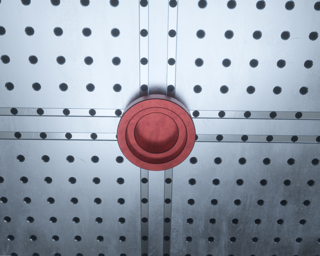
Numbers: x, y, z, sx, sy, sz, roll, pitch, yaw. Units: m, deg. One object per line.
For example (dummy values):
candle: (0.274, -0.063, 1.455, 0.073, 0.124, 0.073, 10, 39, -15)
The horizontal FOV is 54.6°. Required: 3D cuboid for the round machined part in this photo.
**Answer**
round machined part: (-0.005, 0.003, 0.405, 0.099, 0.042, 0.097, 0, 110, 0)
